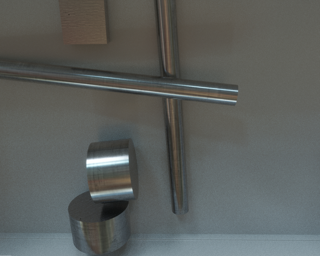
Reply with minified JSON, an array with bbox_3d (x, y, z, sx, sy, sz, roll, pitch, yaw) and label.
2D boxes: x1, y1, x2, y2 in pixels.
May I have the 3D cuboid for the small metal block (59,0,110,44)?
[{"bbox_3d":[-0.087,-0.125,0.364,0.050,0.025,0.050,-1,110,0],"label":"small metal block"}]

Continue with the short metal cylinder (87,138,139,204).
[{"bbox_3d":[-0.059,0.056,0.402,0.050,0.080,0.079,-7,110,2],"label":"short metal cylinder"}]

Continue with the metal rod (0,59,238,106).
[{"bbox_3d":[-0.061,-0.056,0.371,0.302,0.025,0.025,7,110,4],"label":"metal rod"}]

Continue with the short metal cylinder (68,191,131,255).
[{"bbox_3d":[-0.082,0.126,0.427,0.081,0.080,0.050,-2,110,0],"label":"short metal cylinder"}]

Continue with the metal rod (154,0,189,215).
[{"bbox_3d":[0.017,-0.019,0.404,0.025,0.025,0.298,-5,110,1],"label":"metal rod"}]
